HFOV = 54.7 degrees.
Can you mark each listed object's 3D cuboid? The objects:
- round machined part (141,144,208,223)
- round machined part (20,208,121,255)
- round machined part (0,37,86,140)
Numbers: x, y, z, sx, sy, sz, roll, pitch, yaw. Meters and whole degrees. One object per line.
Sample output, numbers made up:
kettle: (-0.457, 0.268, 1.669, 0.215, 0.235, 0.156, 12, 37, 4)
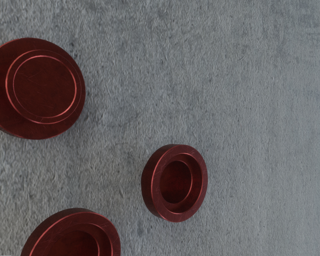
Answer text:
round machined part: (0.014, 0.070, 0.406, 0.099, 0.042, 0.097, 0, 90, -40)
round machined part: (-0.093, 0.131, 0.316, 0.099, 0.042, 0.097, 0, 90, -40)
round machined part: (-0.116, -0.037, 0.296, 0.099, 0.042, 0.097, 0, 90, -40)
